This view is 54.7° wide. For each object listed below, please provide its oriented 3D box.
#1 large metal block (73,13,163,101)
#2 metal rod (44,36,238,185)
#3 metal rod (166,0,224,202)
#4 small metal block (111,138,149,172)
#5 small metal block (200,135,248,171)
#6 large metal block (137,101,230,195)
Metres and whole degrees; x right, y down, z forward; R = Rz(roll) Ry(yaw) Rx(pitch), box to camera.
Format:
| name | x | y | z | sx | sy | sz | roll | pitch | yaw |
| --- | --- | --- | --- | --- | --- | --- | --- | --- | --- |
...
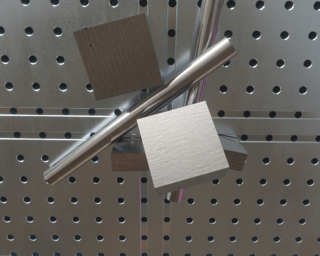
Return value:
| name | x | y | z | sx | sy | sz | roll | pitch | yaw |
| --- | --- | --- | --- | --- | --- | --- | --- | --- | --- |
| large metal block | -0.045 | -0.085 | 0.368 | 0.080 | 0.050 | 0.080 | -13 | 110 | 5 |
| metal rod | -0.037 | -0.012 | 0.392 | 0.300 | 0.025 | 0.025 | -35 | 107 | 18 |
| metal rod | 0.043 | -0.037 | 0.399 | 0.025 | 0.025 | 0.298 | 8 | 110 | -3 |
| small metal block | -0.036 | 0.035 | 0.412 | 0.050 | 0.050 | 0.025 | -2 | 110 | 0 |
| small metal block | 0.082 | 0.030 | 0.412 | 0.050 | 0.050 | 0.025 | 12 | 110 | -5 |
| large metal block | 0.025 | 0.024 | 0.357 | 0.080 | 0.050 | 0.080 | -16 | 68 | -2 |
